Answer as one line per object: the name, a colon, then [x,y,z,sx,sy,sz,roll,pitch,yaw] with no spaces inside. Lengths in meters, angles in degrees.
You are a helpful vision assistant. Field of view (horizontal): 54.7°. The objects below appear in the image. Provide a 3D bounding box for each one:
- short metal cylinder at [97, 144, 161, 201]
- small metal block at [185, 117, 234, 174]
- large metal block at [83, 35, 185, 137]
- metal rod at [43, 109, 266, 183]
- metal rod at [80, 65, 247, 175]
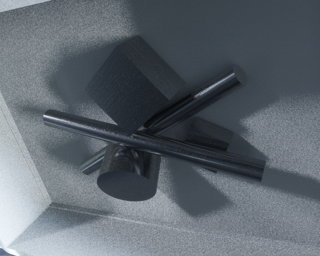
short metal cylinder: [-0.042,0.060,0.430,0.080,0.050,0.080,5,140,5]
small metal block: [0.058,0.022,0.387,0.050,0.025,0.050,24,127,13]
large metal block: [-0.031,-0.050,0.374,0.080,0.050,0.080,46,129,-4]
metal rod: [-0.023,0.017,0.395,0.301,0.025,0.025,13,124,20]
metal rod: [-0.018,0.005,0.417,0.299,0.025,0.025,-31,102,37]
